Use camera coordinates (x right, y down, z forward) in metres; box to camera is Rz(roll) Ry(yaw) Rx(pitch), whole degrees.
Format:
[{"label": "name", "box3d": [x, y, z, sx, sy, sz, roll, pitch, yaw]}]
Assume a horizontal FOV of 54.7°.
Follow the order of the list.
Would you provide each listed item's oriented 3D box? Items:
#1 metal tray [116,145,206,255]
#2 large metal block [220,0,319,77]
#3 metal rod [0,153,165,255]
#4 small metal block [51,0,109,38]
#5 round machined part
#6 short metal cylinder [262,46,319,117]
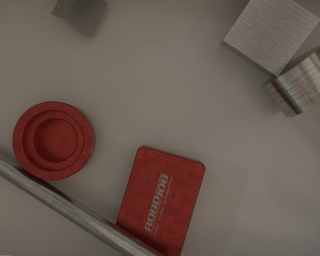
[{"label": "metal tray", "box3d": [-0.002, 0.096, 0.409, 0.090, 0.030, 0.129, 16, 90, -1]}, {"label": "large metal block", "box3d": [0.135, -0.121, 0.392, 0.080, 0.050, 0.080, 34, 102, -1]}, {"label": "metal rod", "box3d": [-0.124, 0.094, 0.389, 0.301, 0.025, 0.025, 30, 90, 7]}, {"label": "small metal block", "box3d": [-0.101, -0.152, 0.394, 0.025, 0.050, 0.050, 29, 93, 29]}, {"label": "round machined part", "box3d": [-0.132, 0.016, 0.401, 0.099, 0.042, 0.097, 0, 90, -1]}, {"label": "short metal cylinder", "box3d": [0.177, -0.057, 0.386, 0.080, 0.080, 0.050, -37, 91, 0]}]
